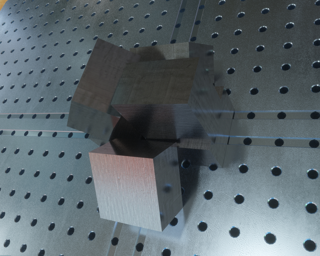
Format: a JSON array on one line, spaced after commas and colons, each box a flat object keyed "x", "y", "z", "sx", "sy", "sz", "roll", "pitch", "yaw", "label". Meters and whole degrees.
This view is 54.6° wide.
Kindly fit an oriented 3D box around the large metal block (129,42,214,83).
[{"x": 0.018, "y": -0.080, "z": 0.404, "sx": 0.080, "sy": 0.080, "sz": 0.050, "roll": 2, "pitch": 101, "yaw": 29, "label": "large metal block"}]

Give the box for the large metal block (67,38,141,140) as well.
[{"x": -0.067, "y": -0.041, "z": 0.359, "sx": 0.080, "sy": 0.050, "sz": 0.080, "roll": 136, "pitch": 152, "yaw": -63, "label": "large metal block"}]

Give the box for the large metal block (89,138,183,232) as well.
[{"x": -0.025, "y": 0.059, "z": 0.344, "sx": 0.080, "sy": 0.050, "sz": 0.080, "roll": 2, "pitch": 107, "yaw": 29, "label": "large metal block"}]

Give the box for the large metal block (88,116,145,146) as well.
[{"x": -0.036, "y": -0.006, "z": 0.416, "sx": 0.080, "sy": 0.050, "sz": 0.080, "roll": 7, "pitch": 65, "yaw": 31, "label": "large metal block"}]

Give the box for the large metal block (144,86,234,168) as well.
[{"x": 0.037, "y": -0.002, "z": 0.374, "sx": 0.080, "sy": 0.050, "sz": 0.080, "roll": 3, "pitch": 63, "yaw": 29, "label": "large metal block"}]

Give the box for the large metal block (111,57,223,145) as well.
[{"x": 0.011, "y": -0.024, "z": 0.319, "sx": 0.080, "sy": 0.080, "sz": 0.050, "roll": 2, "pitch": 63, "yaw": 29, "label": "large metal block"}]
